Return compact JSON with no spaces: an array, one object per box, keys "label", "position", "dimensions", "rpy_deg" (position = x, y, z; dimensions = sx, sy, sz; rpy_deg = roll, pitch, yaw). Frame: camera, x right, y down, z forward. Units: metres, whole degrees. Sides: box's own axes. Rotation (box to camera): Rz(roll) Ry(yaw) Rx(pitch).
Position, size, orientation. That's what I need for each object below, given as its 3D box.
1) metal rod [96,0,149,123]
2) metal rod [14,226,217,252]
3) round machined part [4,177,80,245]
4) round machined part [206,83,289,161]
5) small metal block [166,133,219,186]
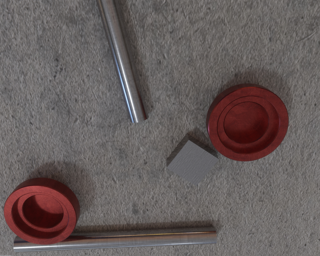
[{"label":"metal rod","position":[-0.061,-0.148,0.354],"dimensions":[0.025,0.025,0.298],"rpy_deg":[-12,110,4]},{"label":"metal rod","position":[-0.067,0.169,0.471],"dimensions":[0.302,0.025,0.025],"rpy_deg":[-3,110,0]},{"label":"round machined part","position":[-0.163,0.113,0.441],"dimensions":[0.099,0.042,0.097],"rpy_deg":[0,110,0]},{"label":"round machined part","position":[0.108,-0.010,0.398],"dimensions":[0.099,0.042,0.097],"rpy_deg":[0,110,0]},{"label":"small metal block","position":[0.044,0.043,0.426],"dimensions":[0.050,0.025,0.050],"rpy_deg":[33,107,-12]}]
